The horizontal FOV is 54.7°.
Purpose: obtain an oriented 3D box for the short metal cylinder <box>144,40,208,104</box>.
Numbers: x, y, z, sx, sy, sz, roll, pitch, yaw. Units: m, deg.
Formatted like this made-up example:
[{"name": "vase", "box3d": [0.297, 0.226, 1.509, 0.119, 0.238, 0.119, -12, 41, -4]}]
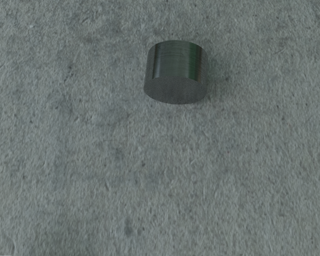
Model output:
[{"name": "short metal cylinder", "box3d": [0.021, -0.070, 0.405, 0.080, 0.080, 0.050, 5, 70, 1]}]
